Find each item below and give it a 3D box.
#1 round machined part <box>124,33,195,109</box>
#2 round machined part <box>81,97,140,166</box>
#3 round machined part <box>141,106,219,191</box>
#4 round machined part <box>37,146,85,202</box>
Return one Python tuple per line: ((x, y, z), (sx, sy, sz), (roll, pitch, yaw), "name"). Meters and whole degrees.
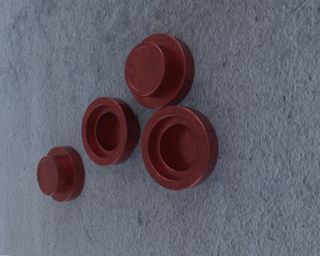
((-0.008, -0.074, 0.400), (0.098, 0.042, 0.097), (0, 90, 40), "round machined part")
((-0.067, 0.005, 0.450), (0.098, 0.042, 0.097), (0, 90, 40), "round machined part")
((0.027, 0.023, 0.371), (0.098, 0.042, 0.097), (0, 90, 40), "round machined part")
((-0.179, 0.081, 0.542), (0.098, 0.042, 0.097), (0, 90, 40), "round machined part")
